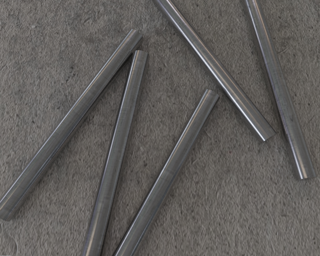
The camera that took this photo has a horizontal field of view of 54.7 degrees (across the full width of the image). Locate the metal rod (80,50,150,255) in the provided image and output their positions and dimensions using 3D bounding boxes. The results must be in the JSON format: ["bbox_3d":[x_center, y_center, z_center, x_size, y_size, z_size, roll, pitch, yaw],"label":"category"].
[{"bbox_3d":[-0.055,0.033,0.395,0.025,0.025,0.299,10,70,4],"label":"metal rod"}]

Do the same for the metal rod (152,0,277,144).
[{"bbox_3d":[0.064,-0.106,0.447,0.025,0.025,0.299,-30,73,-10],"label":"metal rod"}]

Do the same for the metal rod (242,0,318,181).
[{"bbox_3d":[0.160,-0.075,0.436,0.025,0.025,0.299,-8,70,-3],"label":"metal rod"}]

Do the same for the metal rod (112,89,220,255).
[{"bbox_3d":[-0.001,0.078,0.379,0.025,0.025,0.300,27,72,9],"label":"metal rod"}]

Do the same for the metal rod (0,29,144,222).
[{"bbox_3d":[-0.112,-0.016,0.412,0.025,0.025,0.300,30,72,10],"label":"metal rod"}]
